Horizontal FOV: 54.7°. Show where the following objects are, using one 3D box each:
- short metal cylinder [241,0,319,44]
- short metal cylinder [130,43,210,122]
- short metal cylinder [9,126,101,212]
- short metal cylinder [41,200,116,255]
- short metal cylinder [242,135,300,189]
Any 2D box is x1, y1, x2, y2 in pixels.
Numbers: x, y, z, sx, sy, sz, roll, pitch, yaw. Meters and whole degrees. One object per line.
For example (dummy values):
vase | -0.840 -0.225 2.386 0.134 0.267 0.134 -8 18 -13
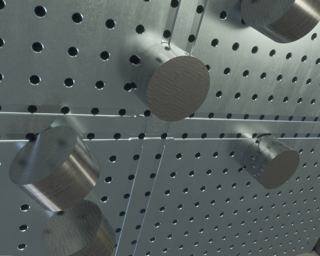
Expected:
short metal cylinder | 0.144 -0.147 0.363 0.050 0.080 0.080 15 111 -34
short metal cylinder | 0.011 -0.054 0.368 0.081 0.050 0.079 -14 125 -21
short metal cylinder | -0.113 0.043 0.340 0.080 0.080 0.050 -33 129 -7
short metal cylinder | -0.105 0.143 0.406 0.080 0.080 0.050 -28 128 -11
short metal cylinder | 0.191 0.058 0.535 0.081 0.050 0.079 -14 124 -21
